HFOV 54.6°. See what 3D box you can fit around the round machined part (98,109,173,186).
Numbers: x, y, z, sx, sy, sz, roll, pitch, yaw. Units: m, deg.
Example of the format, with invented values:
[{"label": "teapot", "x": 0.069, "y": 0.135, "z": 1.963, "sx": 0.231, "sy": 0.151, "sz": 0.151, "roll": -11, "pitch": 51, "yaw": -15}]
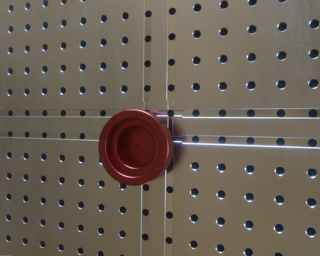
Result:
[{"label": "round machined part", "x": -0.029, "y": 0.025, "z": 0.414, "sx": 0.098, "sy": 0.042, "sz": 0.097, "roll": 0, "pitch": 90, "yaw": 20}]
